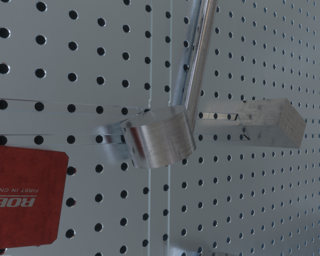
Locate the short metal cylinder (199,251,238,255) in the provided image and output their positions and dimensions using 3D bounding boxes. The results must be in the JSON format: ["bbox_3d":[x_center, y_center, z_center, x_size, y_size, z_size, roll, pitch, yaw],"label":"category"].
[{"bbox_3d":[0.095,0.219,0.453,0.081,0.080,0.050,12,83,-40],"label":"short metal cylinder"}]

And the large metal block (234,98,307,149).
[{"bbox_3d":[0.190,-0.007,0.533,0.080,0.080,0.050,37,68,-34],"label":"large metal block"}]

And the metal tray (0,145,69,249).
[{"bbox_3d":[-0.155,0.059,0.276,0.131,0.030,0.090,11,83,-39],"label":"metal tray"}]

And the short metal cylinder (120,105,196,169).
[{"bbox_3d":[-0.002,0.009,0.372,0.081,0.080,0.050,-26,107,-37],"label":"short metal cylinder"}]

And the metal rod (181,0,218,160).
[{"bbox_3d":[0.057,-0.103,0.456,0.025,0.025,0.299,19,78,-39],"label":"metal rod"}]
